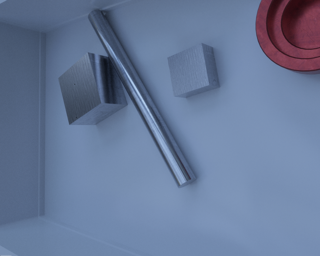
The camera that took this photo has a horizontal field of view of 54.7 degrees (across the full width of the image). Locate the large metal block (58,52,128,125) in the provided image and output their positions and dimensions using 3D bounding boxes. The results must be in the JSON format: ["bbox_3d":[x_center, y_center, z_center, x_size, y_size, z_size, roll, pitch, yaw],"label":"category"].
[{"bbox_3d":[-0.104,-0.056,0.474,0.080,0.050,0.080,-27,73,36],"label":"large metal block"}]

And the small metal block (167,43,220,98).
[{"bbox_3d":[0.040,-0.067,0.372,0.050,0.025,0.050,-15,81,38],"label":"small metal block"}]

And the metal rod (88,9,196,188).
[{"bbox_3d":[-0.034,-0.055,0.432,0.025,0.025,0.299,-43,65,31],"label":"metal rod"}]

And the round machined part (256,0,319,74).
[{"bbox_3d":[0.142,-0.097,0.278,0.098,0.042,0.097,0,90,39],"label":"round machined part"}]
